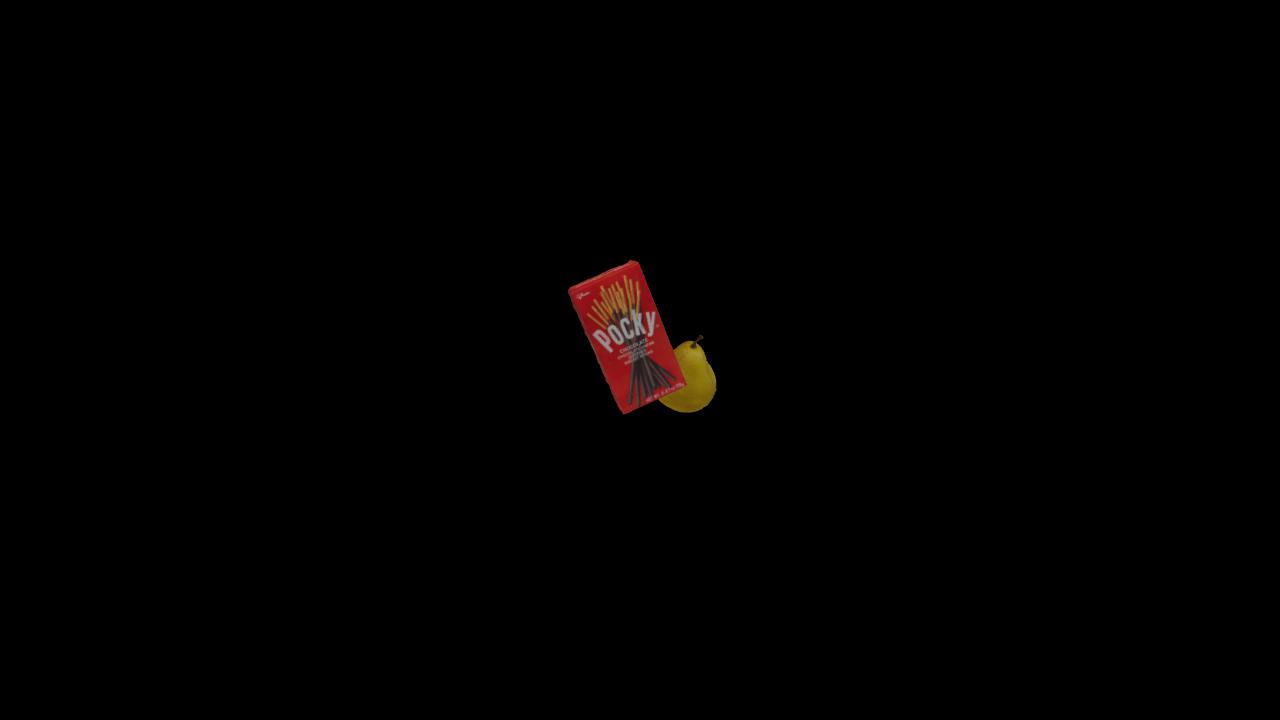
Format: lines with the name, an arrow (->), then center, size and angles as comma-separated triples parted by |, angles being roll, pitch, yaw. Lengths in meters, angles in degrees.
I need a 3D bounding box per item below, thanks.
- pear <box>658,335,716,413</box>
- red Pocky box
pear -> 0.052, 0.010, 0.726 | 0.080, 0.111, 0.080 | -2, 44, 2
red Pocky box -> -0.013, -0.023, 0.683 | 0.083, 0.155, 0.028 | -25, 17, -6
